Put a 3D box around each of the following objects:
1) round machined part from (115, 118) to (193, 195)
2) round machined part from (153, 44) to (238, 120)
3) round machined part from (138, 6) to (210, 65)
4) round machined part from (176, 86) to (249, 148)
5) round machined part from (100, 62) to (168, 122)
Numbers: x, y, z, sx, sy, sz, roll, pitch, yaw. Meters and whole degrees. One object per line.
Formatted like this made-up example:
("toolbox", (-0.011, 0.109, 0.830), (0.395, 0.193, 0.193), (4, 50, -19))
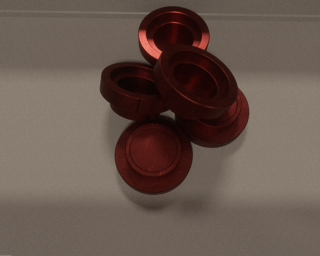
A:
("round machined part", (-0.008, 0.032, 0.389), (0.099, 0.042, 0.098), (0, 70, -1))
("round machined part", (0.037, -0.049, 0.360), (0.099, 0.042, 0.098), (14, 49, -17))
("round machined part", (0.019, -0.122, 0.444), (0.099, 0.042, 0.098), (1, 68, -2))
("round machined part", (0.070, -0.026, 0.411), (0.099, 0.042, 0.098), (0, 70, -1))
("round machined part", (-0.028, -0.044, 0.400), (0.099, 0.042, 0.098), (10, 34, -7))
